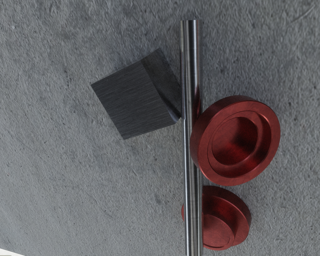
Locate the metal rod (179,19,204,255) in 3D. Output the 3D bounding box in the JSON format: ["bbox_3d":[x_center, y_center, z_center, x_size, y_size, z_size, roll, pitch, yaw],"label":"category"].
[{"bbox_3d":[0.039,0.028,0.371,0.025,0.025,0.298,6,111,25],"label":"metal rod"}]

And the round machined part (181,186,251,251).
[{"bbox_3d":[0.075,0.133,0.439,0.098,0.042,0.097,13,124,21],"label":"round machined part"}]

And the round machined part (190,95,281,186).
[{"bbox_3d":[0.078,0.011,0.340,0.099,0.042,0.097,-7,113,-17],"label":"round machined part"}]

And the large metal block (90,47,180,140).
[{"bbox_3d":[-0.023,-0.040,0.378,0.080,0.050,0.080,-18,109,35],"label":"large metal block"}]
